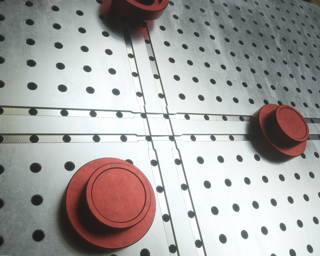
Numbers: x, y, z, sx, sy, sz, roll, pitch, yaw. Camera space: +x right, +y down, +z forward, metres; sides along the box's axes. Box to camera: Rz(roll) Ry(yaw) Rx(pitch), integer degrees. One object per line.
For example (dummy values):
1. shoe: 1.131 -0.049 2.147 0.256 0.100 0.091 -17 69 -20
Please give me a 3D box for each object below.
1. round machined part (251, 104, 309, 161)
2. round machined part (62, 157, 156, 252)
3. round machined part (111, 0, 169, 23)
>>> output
1. round machined part: 0.201 0.001 0.503 0.099 0.042 0.098 13 56 -21
2. round machined part: -0.049 0.075 0.325 0.099 0.042 0.098 13 56 -21
3. round machined part: -0.039 -0.211 0.504 0.099 0.042 0.098 13 56 -21
